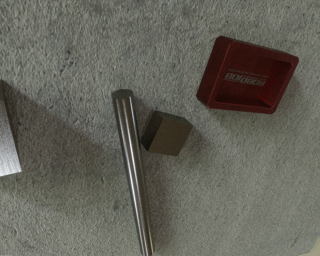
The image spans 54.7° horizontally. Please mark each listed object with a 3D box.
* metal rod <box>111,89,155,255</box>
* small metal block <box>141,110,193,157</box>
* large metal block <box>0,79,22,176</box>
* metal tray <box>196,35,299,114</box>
[{"bbox_3d":[-0.032,0.084,0.442,0.025,0.025,0.298,-18,126,-18],"label":"metal rod"},{"bbox_3d":[0.009,0.008,0.419,0.050,0.025,0.050,12,112,-34],"label":"small metal block"},{"bbox_3d":[-0.185,0.005,0.293,0.081,0.050,0.079,-12,124,-22],"label":"large metal block"},{"bbox_3d":[0.122,-0.069,0.429,0.131,0.030,0.089,3,117,-30],"label":"metal tray"}]
